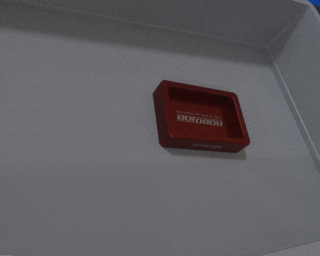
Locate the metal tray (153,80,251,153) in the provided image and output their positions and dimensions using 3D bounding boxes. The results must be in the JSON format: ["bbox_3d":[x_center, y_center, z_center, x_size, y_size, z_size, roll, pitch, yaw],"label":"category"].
[{"bbox_3d":[0.059,-0.015,0.442,0.131,0.030,0.090,6,59,-25],"label":"metal tray"}]
